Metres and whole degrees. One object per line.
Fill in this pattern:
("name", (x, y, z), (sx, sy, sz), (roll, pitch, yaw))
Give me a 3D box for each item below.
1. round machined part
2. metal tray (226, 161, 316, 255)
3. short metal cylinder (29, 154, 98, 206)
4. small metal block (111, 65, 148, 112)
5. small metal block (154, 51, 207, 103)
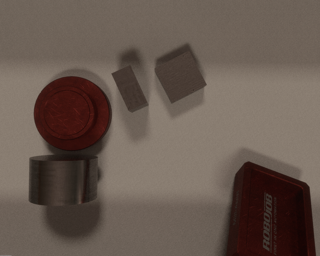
("round machined part", (-0.115, -0.019, 0.401), (0.099, 0.042, 0.097), (0, 90, -1))
("metal tray", (0.133, 0.111, 0.370), (0.090, 0.030, 0.130), (21, 47, -1))
("short metal cylinder", (-0.118, 0.061, 0.382), (0.081, 0.080, 0.050), (1, 90, -1))
("small metal block", (-0.037, -0.048, 0.398), (0.025, 0.050, 0.050), (-25, 90, 0))
("small metal block", (0.027, -0.066, 0.412), (0.050, 0.025, 0.050), (-27, 90, -1))
